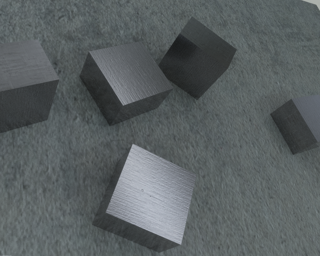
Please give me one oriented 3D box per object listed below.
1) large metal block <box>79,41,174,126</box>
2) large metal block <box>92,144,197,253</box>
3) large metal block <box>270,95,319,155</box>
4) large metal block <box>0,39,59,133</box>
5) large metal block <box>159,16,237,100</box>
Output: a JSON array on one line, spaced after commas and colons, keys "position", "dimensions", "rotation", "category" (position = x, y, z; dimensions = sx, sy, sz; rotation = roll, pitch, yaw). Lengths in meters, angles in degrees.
[{"position": [-0.044, -0.059, 0.402], "dimensions": [0.081, 0.050, 0.080], "rotation": [-24, 75, -37], "category": "large metal block"}, {"position": [-0.015, 0.076, 0.334], "dimensions": [0.080, 0.050, 0.080], "rotation": [27, 52, -12], "category": "large metal block"}, {"position": [0.251, -0.007, 0.531], "dimensions": [0.081, 0.050, 0.080], "rotation": [-10, 67, -33], "category": "large metal block"}, {"position": [-0.156, -0.037, 0.308], "dimensions": [0.081, 0.080, 0.050], "rotation": [-21, 73, -36], "category": "large metal block"}, {"position": [0.052, -0.101, 0.460], "dimensions": [0.080, 0.080, 0.050], "rotation": [35, 51, -6], "category": "large metal block"}]
